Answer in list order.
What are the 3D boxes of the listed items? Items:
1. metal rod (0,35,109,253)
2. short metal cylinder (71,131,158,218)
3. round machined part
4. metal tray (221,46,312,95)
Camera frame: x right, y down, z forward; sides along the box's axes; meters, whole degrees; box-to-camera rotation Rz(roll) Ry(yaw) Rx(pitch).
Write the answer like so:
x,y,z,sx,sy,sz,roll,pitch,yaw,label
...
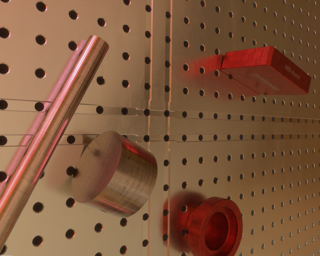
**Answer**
x,y,z,sx,sy,sz,roll,pitch,yaw,label
-0.125,0.035,0.304,0.025,0.025,0.300,36,68,-34,metal rod
-0.049,0.050,0.332,0.050,0.080,0.080,35,69,-35,short metal cylinder
0.077,0.152,0.463,0.099,0.042,0.097,0,90,-40,round machined part
0.176,-0.090,0.512,0.131,0.090,0.030,19,82,-38,metal tray
